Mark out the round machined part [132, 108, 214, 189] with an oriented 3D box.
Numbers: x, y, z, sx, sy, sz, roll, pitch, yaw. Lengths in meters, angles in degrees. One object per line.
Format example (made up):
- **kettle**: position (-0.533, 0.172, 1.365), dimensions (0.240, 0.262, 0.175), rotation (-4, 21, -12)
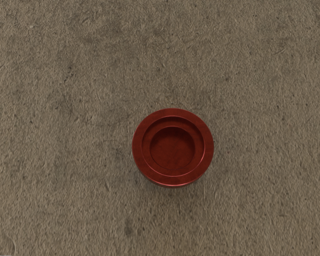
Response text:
- **round machined part**: position (0.015, 0.027, 0.390), dimensions (0.099, 0.042, 0.098), rotation (0, 70, -1)
